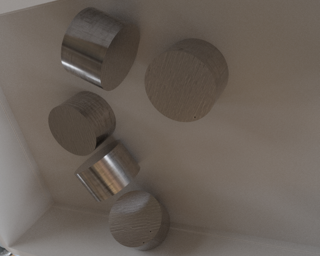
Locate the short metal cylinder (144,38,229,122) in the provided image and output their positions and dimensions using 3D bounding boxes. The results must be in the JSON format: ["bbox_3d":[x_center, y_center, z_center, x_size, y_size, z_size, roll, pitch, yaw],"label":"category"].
[{"bbox_3d":[0.030,-0.053,0.344,0.080,0.050,0.079,13,124,21],"label":"short metal cylinder"}]

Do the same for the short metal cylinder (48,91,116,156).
[{"bbox_3d":[-0.111,-0.007,0.447,0.080,0.050,0.079,13,124,21],"label":"short metal cylinder"}]

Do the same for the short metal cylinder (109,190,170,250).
[{"bbox_3d":[-0.030,0.140,0.466,0.080,0.080,0.050,12,158,22],"label":"short metal cylinder"}]

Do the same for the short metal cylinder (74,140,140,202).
[{"bbox_3d":[-0.076,0.061,0.451,0.080,0.080,0.050,-27,104,37],"label":"short metal cylinder"}]

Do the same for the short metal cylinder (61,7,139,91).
[{"bbox_3d":[-0.066,-0.089,0.353,0.050,0.080,0.079,27,128,12],"label":"short metal cylinder"}]
